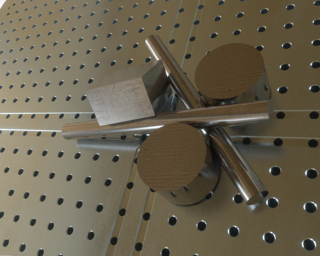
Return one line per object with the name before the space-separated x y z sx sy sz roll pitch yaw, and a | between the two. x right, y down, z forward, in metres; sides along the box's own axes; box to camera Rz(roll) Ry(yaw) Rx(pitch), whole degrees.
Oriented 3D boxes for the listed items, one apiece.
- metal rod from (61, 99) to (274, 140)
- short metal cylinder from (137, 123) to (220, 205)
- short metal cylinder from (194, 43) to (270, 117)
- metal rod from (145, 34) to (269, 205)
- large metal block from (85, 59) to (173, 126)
metal rod | -0.014 -0.006 0.393 0.300 0.025 0.025 -5 59 32
short metal cylinder | 0.021 0.041 0.351 0.080 0.050 0.080 -13 56 21
short metal cylinder | 0.088 -0.055 0.376 0.080 0.050 0.080 -13 56 21
metal rod | 0.043 -0.034 0.402 0.025 0.025 0.300 -33 51 7
large metal block | -0.038 -0.048 0.414 0.080 0.050 0.080 -10 23 23
